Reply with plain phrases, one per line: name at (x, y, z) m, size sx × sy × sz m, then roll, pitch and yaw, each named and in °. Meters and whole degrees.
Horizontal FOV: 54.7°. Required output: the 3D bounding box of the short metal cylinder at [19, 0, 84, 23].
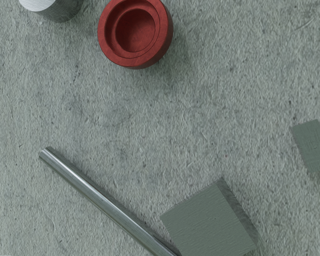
short metal cylinder at (-0.159, -0.201, 0.450) m, size 0.080 × 0.050 × 0.079 m, roll 0°, pitch 90°, yaw 19°

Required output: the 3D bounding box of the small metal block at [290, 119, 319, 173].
small metal block at (0.165, 0.018, 0.338) m, size 0.025 × 0.050 × 0.050 m, roll -21°, pitch 83°, yaw 18°

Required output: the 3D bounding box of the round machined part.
round machined part at (-0.029, -0.126, 0.409) m, size 0.098 × 0.042 × 0.097 m, roll 0°, pitch 90°, yaw 19°

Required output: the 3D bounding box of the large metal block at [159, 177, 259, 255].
large metal block at (0.060, 0.117, 0.374) m, size 0.080 × 0.050 × 0.080 m, roll -35°, pitch 79°, yaw 16°

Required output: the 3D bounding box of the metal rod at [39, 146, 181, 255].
metal rod at (-0.054, 0.121, 0.426) m, size 0.300 × 0.025 × 0.025 m, roll 35°, pitch 101°, yaw 16°
